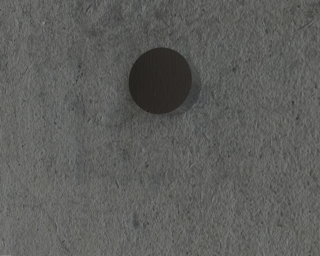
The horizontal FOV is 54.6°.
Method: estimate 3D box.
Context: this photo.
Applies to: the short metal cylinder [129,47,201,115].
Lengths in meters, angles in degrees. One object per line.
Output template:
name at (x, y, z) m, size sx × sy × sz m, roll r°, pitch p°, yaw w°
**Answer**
short metal cylinder at (0.008, -0.056, 0.393) m, size 0.080 × 0.050 × 0.080 m, roll 0°, pitch 90°, yaw 20°
